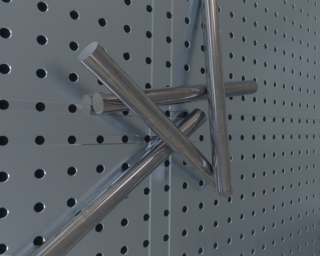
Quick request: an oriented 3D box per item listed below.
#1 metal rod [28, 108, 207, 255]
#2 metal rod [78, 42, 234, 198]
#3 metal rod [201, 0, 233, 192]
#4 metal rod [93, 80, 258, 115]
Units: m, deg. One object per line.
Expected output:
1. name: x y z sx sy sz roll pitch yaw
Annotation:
1. metal rod: -0.039 0.065 0.375 0.302 0.025 0.025 -40 115 -32
2. metal rod: 0.017 0.011 0.385 0.300 0.025 0.025 45 63 -37
3. metal rod: 0.079 -0.062 0.441 0.025 0.025 0.299 7 76 -40
4. metal rod: 0.045 -0.049 0.445 0.302 0.025 0.025 -11 97 -39
